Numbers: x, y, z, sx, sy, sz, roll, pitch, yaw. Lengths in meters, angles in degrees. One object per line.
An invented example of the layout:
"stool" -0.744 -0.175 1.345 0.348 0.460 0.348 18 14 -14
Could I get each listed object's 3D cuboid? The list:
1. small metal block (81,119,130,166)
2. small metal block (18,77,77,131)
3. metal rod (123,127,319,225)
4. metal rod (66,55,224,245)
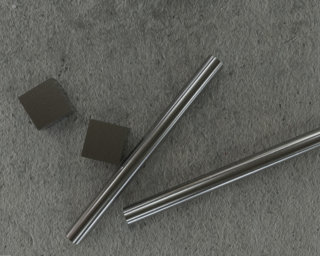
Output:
"small metal block" -0.071 0.018 0.409 0.050 0.025 0.050 14 90 -1
"small metal block" -0.147 -0.031 0.408 0.050 0.025 0.050 -32 90 -1
"metal rod" 0.096 0.060 0.411 0.301 0.025 0.025 -22 90 -1
"metal rod" -0.020 0.028 0.409 0.025 0.025 0.300 39 90 -1
